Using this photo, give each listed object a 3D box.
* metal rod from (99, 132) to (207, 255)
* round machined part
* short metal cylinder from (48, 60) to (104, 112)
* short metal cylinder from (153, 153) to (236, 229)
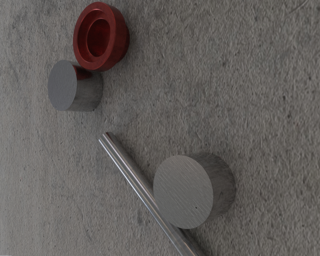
[{"bbox_3d":[0.005,0.113,0.400,0.300,0.025,0.025,48,119,29],"label":"metal rod"},{"bbox_3d":[-0.084,-0.133,0.463,0.098,0.042,0.097,0,90,40],"label":"round machined part"},{"bbox_3d":[-0.137,-0.066,0.502,0.080,0.050,0.079,0,90,40],"label":"short metal cylinder"},{"bbox_3d":[0.039,0.069,0.356,0.080,0.050,0.079,0,90,40],"label":"short metal cylinder"}]
